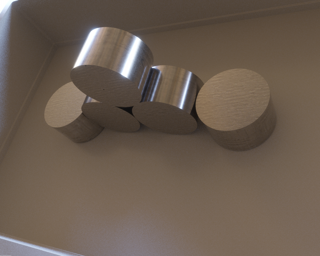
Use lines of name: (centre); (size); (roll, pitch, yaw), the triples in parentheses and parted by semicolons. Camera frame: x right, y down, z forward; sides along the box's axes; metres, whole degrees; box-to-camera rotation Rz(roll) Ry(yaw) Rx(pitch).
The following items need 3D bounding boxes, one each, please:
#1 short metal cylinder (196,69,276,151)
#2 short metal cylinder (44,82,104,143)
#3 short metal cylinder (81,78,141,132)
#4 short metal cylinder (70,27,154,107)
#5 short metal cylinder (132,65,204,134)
short metal cylinder: (0.087, -0.021, 0.354); (0.080, 0.050, 0.080); (-13, 56, 21)
short metal cylinder: (-0.125, -0.024, 0.468); (0.080, 0.050, 0.080); (-13, 56, 21)
short metal cylinder: (-0.059, -0.035, 0.420); (0.080, 0.080, 0.050); (2, 63, 29)
short metal cylinder: (-0.052, -0.066, 0.348); (0.080, 0.080, 0.050); (2, 63, 29)
short metal cylinder: (0.012, -0.032, 0.382); (0.080, 0.080, 0.050); (2, 63, 29)
